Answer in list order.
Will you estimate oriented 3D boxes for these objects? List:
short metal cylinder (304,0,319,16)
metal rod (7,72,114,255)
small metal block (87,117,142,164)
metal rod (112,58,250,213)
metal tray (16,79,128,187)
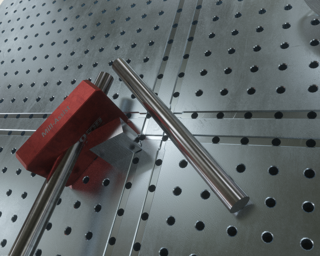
[{"bbox_3d":[0.215,-0.177,0.369,0.050,0.080,0.080,-40,51,1],"label":"short metal cylinder"},{"bbox_3d":[-0.124,0.049,0.395,0.025,0.025,0.300,2,58,29],"label":"metal rod"},{"bbox_3d":[-0.060,0.018,0.411,0.050,0.050,0.025,-27,53,11],"label":"small metal block"},{"bbox_3d":[0.008,-0.012,0.410,0.025,0.025,0.300,-40,51,1],"label":"metal rod"},{"bbox_3d":[-0.112,0.010,0.414,0.030,0.090,0.130,36,82,31],"label":"metal tray"}]
